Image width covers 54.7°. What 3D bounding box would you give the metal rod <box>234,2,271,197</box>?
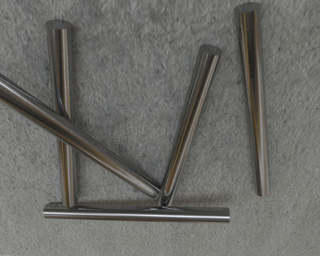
[{"bbox_3d":[0.125,-0.010,0.400,0.025,0.025,0.299,-12,130,9],"label":"metal rod"}]

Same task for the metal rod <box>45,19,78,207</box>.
[{"bbox_3d":[-0.125,0.007,0.410,0.025,0.025,0.298,6,130,-6],"label":"metal rod"}]

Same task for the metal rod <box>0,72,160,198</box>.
[{"bbox_3d":[-0.095,0.022,0.397,0.025,0.025,0.300,-28,133,22],"label":"metal rod"}]

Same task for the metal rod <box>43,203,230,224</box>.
[{"bbox_3d":[-0.043,0.137,0.497,0.301,0.025,0.025,-1,131,10],"label":"metal rod"}]

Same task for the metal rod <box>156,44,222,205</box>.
[{"bbox_3d":[0.030,0.027,0.430,0.025,0.025,0.298,7,130,-7],"label":"metal rod"}]
